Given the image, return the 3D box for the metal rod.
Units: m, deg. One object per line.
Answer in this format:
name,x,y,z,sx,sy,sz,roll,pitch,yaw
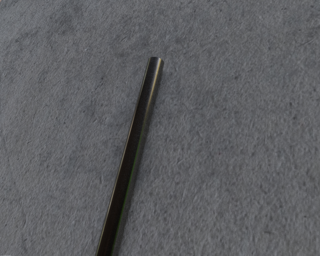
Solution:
metal rod,-0.035,0.033,0.400,0.025,0.025,0.300,-2,61,27
